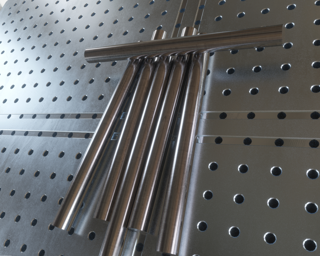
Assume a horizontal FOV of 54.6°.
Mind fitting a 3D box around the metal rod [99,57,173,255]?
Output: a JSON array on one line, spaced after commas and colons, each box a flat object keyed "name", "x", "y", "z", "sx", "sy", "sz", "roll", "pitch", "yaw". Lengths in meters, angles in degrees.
[{"name": "metal rod", "x": -0.025, "y": 0.031, "z": 0.404, "sx": 0.025, "sy": 0.025, "sz": 0.300, "roll": 1, "pitch": 62, "yaw": 29}]

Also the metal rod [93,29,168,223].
[{"name": "metal rod", "x": -0.034, "y": -0.019, "z": 0.439, "sx": 0.025, "sy": 0.025, "sz": 0.300, "roll": 1, "pitch": 62, "yaw": 29}]

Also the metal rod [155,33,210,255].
[{"name": "metal rod", "x": 0.036, "y": 0.000, "z": 0.391, "sx": 0.025, "sy": 0.025, "sz": 0.300, "roll": -2, "pitch": 60, "yaw": 27}]

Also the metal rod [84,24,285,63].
[{"name": "metal rod", "x": 0.015, "y": -0.115, "z": 0.439, "sx": 0.300, "sy": 0.025, "sz": 0.025, "roll": 2, "pitch": 63, "yaw": 29}]

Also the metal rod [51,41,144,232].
[{"name": "metal rod", "x": -0.077, "y": -0.003, "z": 0.450, "sx": 0.025, "sy": 0.025, "sz": 0.300, "roll": 8, "pitch": 65, "yaw": 31}]

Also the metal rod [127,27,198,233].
[{"name": "metal rod", "x": 0.011, "y": -0.015, "z": 0.414, "sx": 0.025, "sy": 0.025, "sz": 0.300, "roll": 1, "pitch": 62, "yaw": 29}]
